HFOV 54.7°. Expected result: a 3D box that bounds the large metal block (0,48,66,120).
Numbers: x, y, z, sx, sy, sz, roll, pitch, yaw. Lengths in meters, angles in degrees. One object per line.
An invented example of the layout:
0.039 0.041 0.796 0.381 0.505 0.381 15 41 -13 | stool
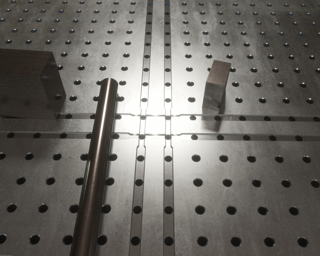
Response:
-0.182 -0.058 0.418 0.080 0.080 0.050 4 50 3 | large metal block

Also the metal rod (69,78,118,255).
-0.075 0.050 0.364 0.025 0.025 0.300 0 50 0 | metal rod

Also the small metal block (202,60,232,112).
0.081 -0.061 0.443 0.025 0.050 0.050 15 52 12 | small metal block
